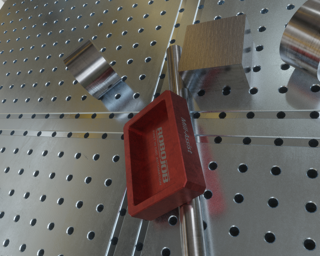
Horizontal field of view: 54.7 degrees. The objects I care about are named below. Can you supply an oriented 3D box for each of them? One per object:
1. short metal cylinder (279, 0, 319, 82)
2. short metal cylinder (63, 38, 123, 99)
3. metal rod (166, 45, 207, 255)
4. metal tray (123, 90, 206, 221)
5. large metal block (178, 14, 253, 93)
[{"bbox_3d":[0.179,-0.096,0.338,0.080,0.080,0.050,-43,51,-1],"label":"short metal cylinder"},{"bbox_3d":[-0.103,-0.092,0.484,0.050,0.080,0.080,-39,51,2],"label":"short metal cylinder"},{"bbox_3d":[0.028,0.010,0.387,0.025,0.025,0.299,-16,55,19],"label":"metal rod"},{"bbox_3d":[-0.001,0.030,0.363,0.090,0.030,0.130,-37,45,32],"label":"metal tray"},{"bbox_3d":[0.076,-0.096,0.411,0.080,0.050,0.080,-2,61,27],"label":"large metal block"}]
